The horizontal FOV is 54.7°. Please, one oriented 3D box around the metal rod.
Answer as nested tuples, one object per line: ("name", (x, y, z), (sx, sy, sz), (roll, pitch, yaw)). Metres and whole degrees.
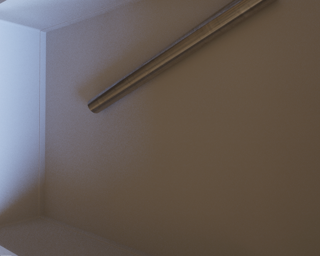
("metal rod", (0.005, -0.088, 0.401), (0.299, 0.025, 0.025), (-26, 74, 36))
